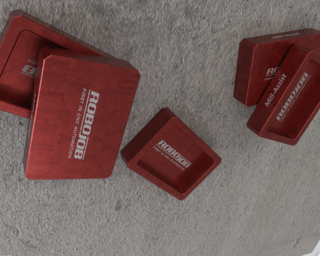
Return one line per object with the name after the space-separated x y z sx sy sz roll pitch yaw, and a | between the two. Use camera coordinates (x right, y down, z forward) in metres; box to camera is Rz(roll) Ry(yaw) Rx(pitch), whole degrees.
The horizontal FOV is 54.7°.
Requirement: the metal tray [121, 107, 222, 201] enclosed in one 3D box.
0.020 0.041 0.439 0.090 0.030 0.130 -46 129 4 | metal tray

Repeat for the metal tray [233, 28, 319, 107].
0.172 -0.088 0.443 0.131 0.030 0.089 -14 125 -21 | metal tray

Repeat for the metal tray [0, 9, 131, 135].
-0.100 -0.048 0.318 0.131 0.030 0.090 21 107 -36 | metal tray

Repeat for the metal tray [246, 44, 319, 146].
0.192 -0.042 0.442 0.091 0.030 0.129 13 112 -34 | metal tray

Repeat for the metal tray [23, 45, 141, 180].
-0.081 -0.009 0.314 0.091 0.030 0.129 5 116 -31 | metal tray
